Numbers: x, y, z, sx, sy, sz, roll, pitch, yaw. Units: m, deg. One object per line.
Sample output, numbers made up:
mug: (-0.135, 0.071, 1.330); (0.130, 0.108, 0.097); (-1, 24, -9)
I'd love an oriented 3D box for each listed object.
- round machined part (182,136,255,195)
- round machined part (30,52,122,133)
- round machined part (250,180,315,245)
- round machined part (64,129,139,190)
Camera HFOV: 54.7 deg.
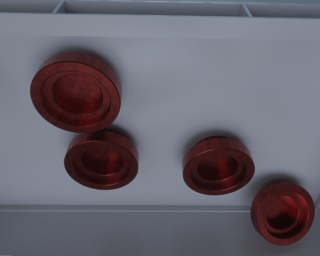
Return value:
round machined part: (0.081, 0.050, 0.442); (0.099, 0.042, 0.097); (-1, 130, 0)
round machined part: (-0.093, -0.044, 0.359); (0.099, 0.042, 0.097); (-1, 130, 0)
round machined part: (0.189, 0.130, 0.492); (0.099, 0.042, 0.097); (-1, 95, -11)
round machined part: (-0.079, 0.039, 0.430); (0.099, 0.042, 0.097); (-1, 130, 0)
